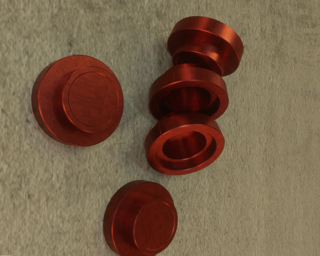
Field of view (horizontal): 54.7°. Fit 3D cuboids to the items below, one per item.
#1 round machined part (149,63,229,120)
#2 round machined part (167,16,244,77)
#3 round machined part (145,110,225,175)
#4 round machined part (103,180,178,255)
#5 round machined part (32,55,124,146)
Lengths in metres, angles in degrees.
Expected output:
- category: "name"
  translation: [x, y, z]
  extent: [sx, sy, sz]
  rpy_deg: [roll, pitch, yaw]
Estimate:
- category: "round machined part"
  translation: [0.036, -0.044, 0.396]
  extent: [0.098, 0.098, 0.042]
  rpy_deg: [28, 47, -37]
- category: "round machined part"
  translation: [0.055, -0.095, 0.405]
  extent: [0.098, 0.098, 0.042]
  rpy_deg: [37, 67, -34]
- category: "round machined part"
  translation: [0.029, 0.015, 0.397]
  extent: [0.098, 0.098, 0.042]
  rpy_deg: [29, 32, -37]
- category: "round machined part"
  translation: [-0.016, 0.116, 0.382]
  extent: [0.099, 0.042, 0.097]
  rpy_deg: [0, 90, -40]
- category: "round machined part"
  translation: [-0.079, -0.029, 0.329]
  extent: [0.099, 0.042, 0.097]
  rpy_deg: [0, 90, -40]
